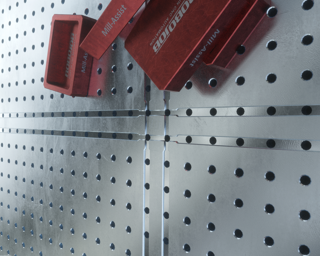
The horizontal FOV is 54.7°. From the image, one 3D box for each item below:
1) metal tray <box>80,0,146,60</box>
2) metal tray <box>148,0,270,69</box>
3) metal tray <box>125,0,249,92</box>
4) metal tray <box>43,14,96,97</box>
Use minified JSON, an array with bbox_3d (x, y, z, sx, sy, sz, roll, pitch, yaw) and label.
[{"bbox_3d":[-0.048,-0.158,0.404,0.129,0.030,0.090,-39,24,37],"label":"metal tray"},{"bbox_3d":[0.049,-0.143,0.363,0.130,0.030,0.089,49,119,28],"label":"metal tray"},{"bbox_3d":[0.023,-0.116,0.346,0.129,0.030,0.090,-51,60,27],"label":"metal tray"},{"bbox_3d":[-0.155,-0.125,0.530,0.090,0.030,0.129,18,101,38],"label":"metal tray"}]
